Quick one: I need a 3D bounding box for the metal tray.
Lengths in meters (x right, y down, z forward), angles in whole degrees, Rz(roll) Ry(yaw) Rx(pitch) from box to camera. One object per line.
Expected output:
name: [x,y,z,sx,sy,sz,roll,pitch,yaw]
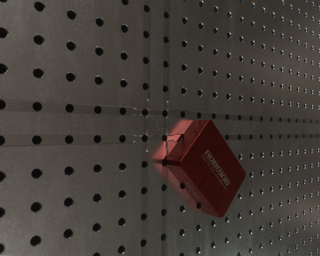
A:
metal tray: [0.074,0.062,0.471,0.090,0.030,0.130,-52,121,-27]
